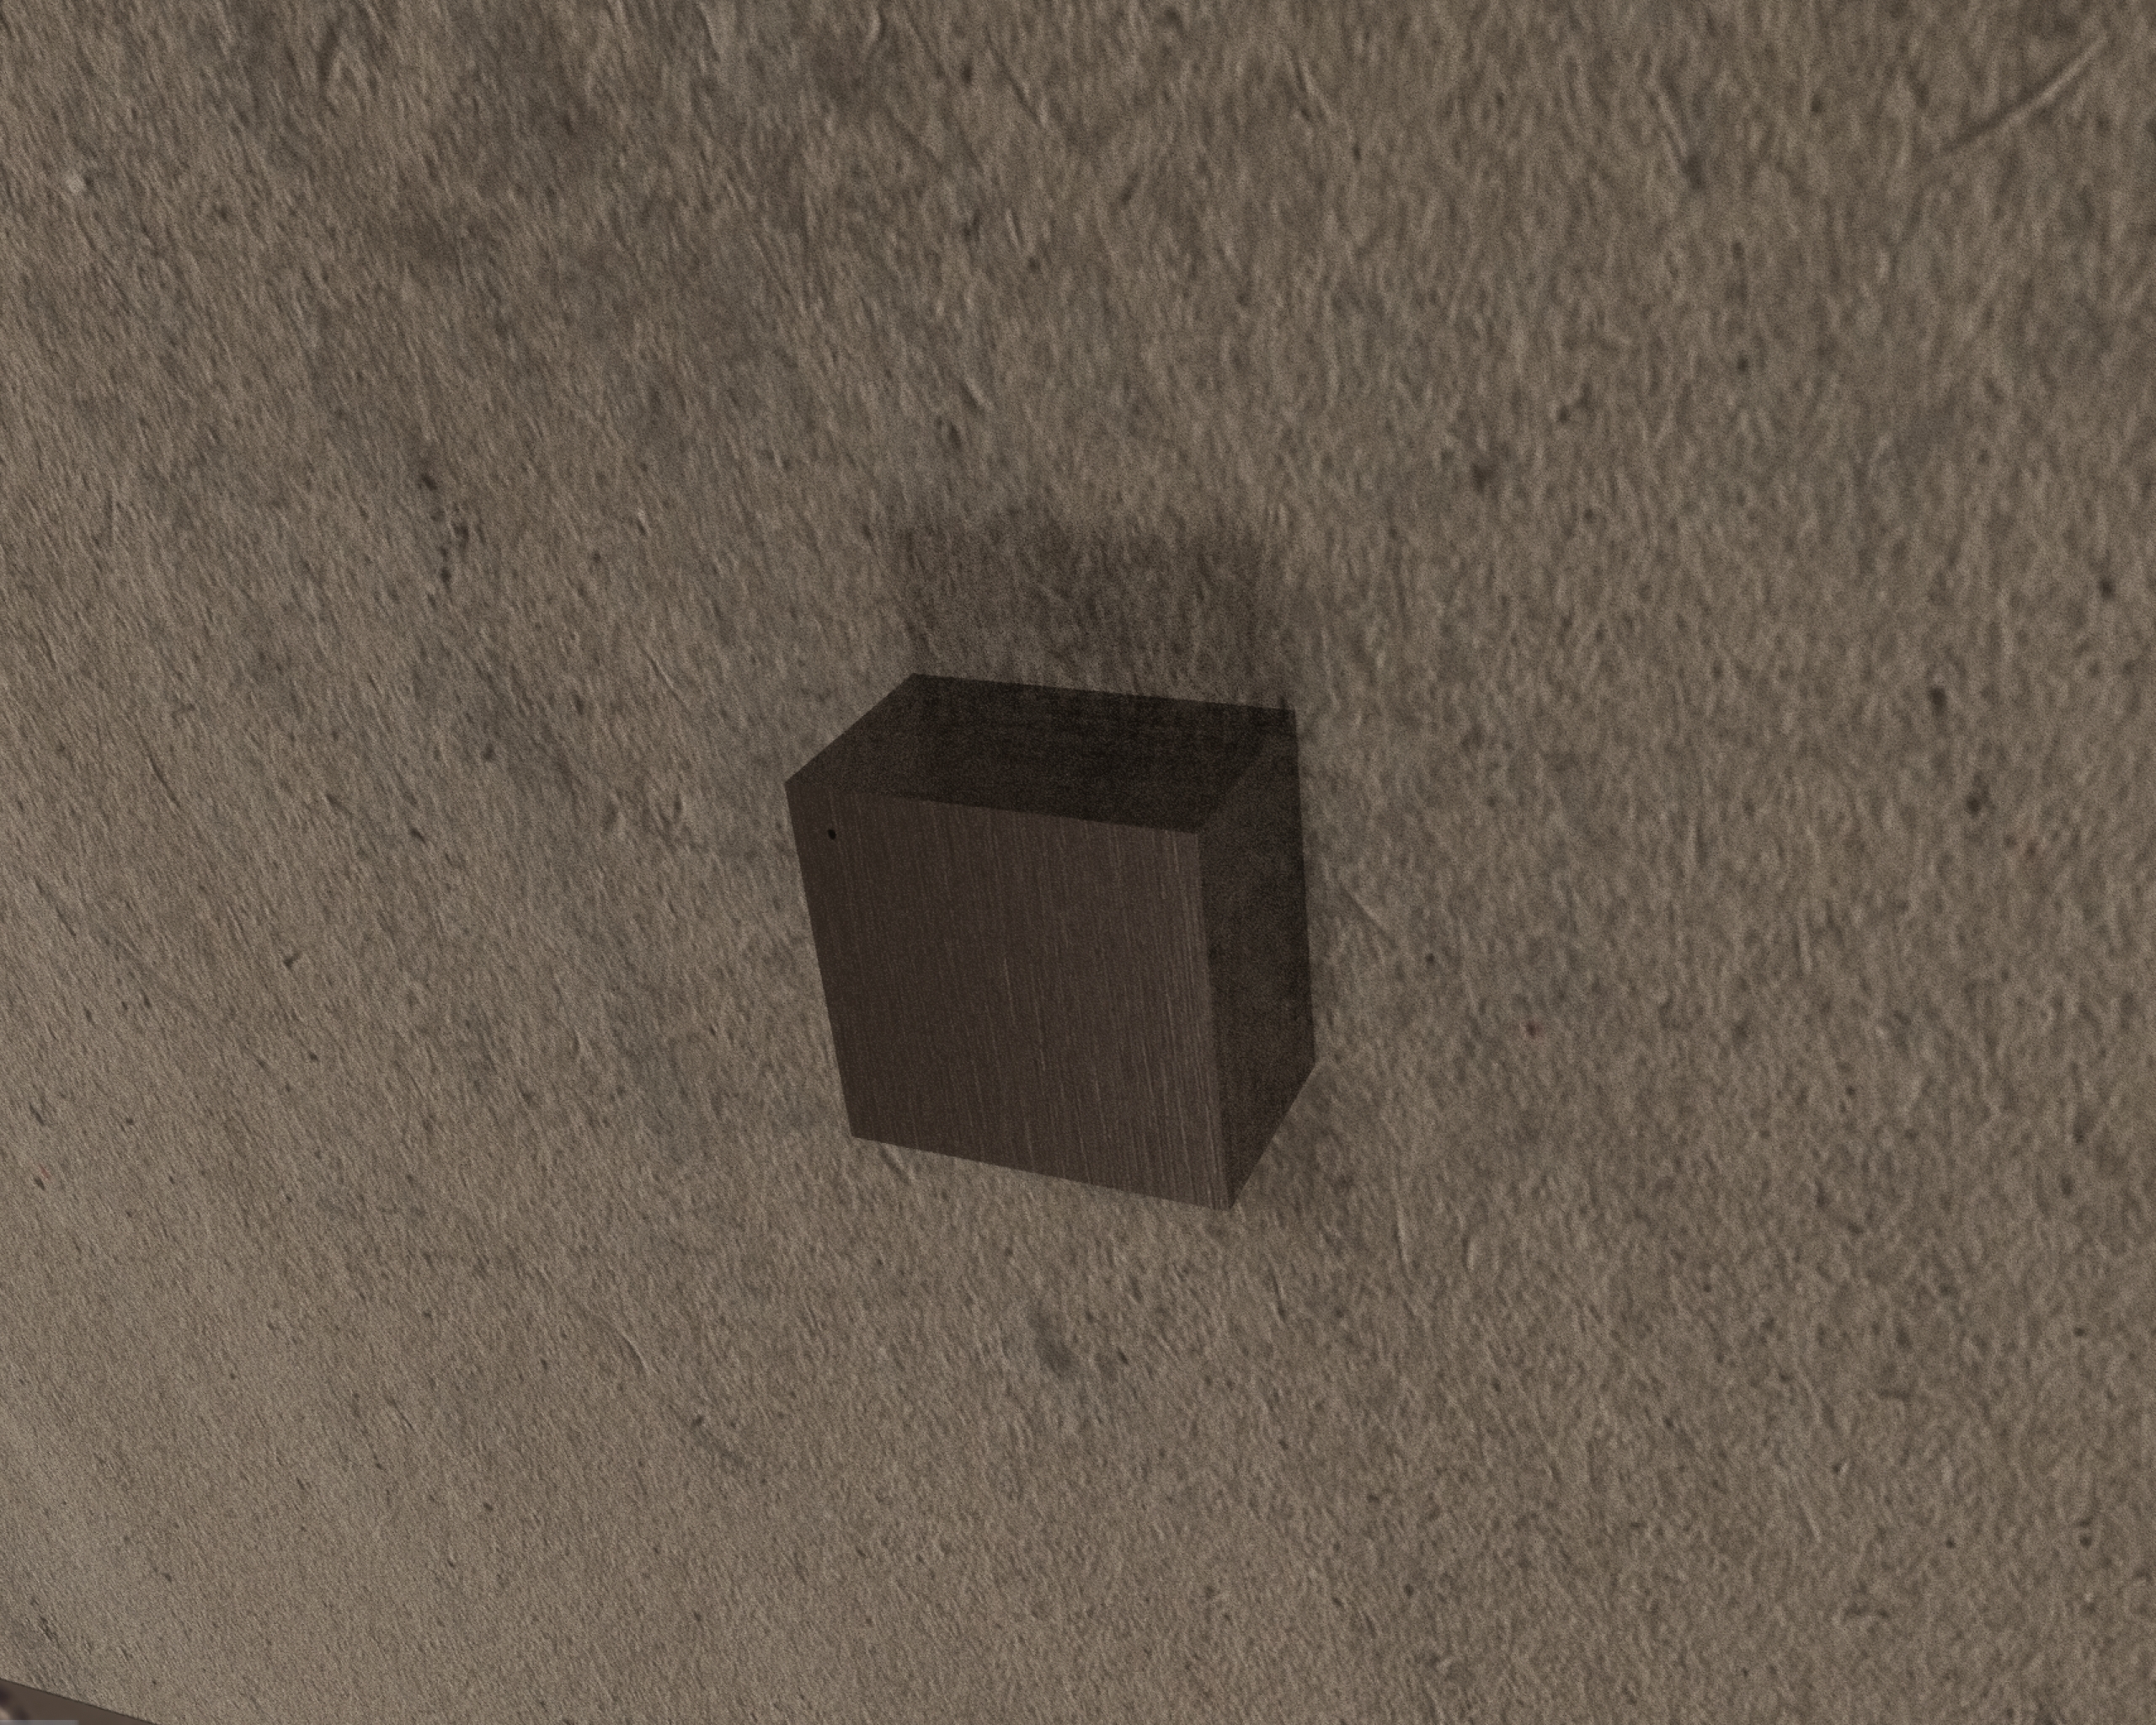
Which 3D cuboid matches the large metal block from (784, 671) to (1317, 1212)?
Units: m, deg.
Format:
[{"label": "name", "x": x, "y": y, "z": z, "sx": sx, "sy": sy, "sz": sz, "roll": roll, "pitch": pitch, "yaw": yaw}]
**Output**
[{"label": "large metal block", "x": -0.002, "y": 0.013, "z": 0.400, "sx": 0.080, "sy": 0.050, "sz": 0.079, "roll": 8, "pitch": 122, "yaw": 24}]
